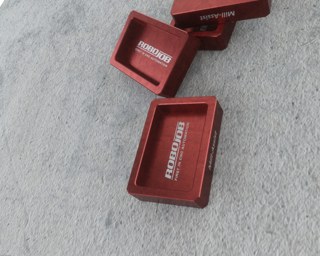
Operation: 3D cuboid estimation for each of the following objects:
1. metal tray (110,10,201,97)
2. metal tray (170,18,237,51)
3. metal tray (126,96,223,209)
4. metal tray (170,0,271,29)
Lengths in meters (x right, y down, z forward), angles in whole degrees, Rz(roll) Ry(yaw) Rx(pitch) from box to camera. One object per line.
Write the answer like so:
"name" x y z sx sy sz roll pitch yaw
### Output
"metal tray" -0.012 -0.110 0.451 0.130 0.030 0.089 37 107 38
"metal tray" 0.073 -0.179 0.471 0.090 0.030 0.130 10 67 32
"metal tray" 0.020 0.025 0.374 0.090 0.030 0.130 0 62 28
"metal tray" 0.087 -0.189 0.432 0.130 0.030 0.090 1 62 28
